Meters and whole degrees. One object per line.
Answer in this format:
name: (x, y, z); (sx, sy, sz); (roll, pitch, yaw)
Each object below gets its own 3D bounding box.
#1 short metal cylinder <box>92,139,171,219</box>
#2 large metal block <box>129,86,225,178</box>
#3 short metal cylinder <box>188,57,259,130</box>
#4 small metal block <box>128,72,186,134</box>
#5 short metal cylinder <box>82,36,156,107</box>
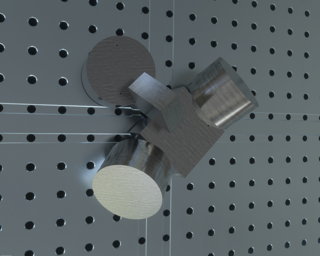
short metal cylinder: (-0.031, 0.060, 0.362); (0.080, 0.050, 0.079); (7, 122, 11)
large metal block: (0.021, 0.005, 0.401); (0.080, 0.050, 0.080); (46, 76, -14)
short metal cylinder: (0.082, -0.045, 0.402); (0.050, 0.080, 0.080); (-38, 106, 24)
small metal block: (-0.002, -0.027, 0.342); (0.050, 0.050, 0.025); (37, 76, 28)
short metal cylinder: (-0.052, -0.066, 0.377); (0.081, 0.050, 0.079); (0, 90, -20)
